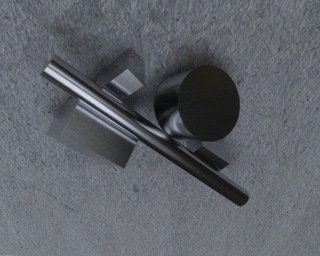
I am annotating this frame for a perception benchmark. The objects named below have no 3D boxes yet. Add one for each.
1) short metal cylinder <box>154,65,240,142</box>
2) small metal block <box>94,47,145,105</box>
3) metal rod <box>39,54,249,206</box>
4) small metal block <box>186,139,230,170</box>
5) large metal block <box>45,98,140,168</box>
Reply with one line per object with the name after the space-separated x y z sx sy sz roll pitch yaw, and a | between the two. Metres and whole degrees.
0.041 -0.025 0.344 0.080 0.080 0.050 32 164 -24 | short metal cylinder
-0.044 -0.056 0.345 0.050 0.050 0.025 -31 124 23 | small metal block
0.003 0.018 0.359 0.301 0.025 0.025 36 121 -27 | metal rod
0.062 0.025 0.411 0.050 0.050 0.025 33 122 -25 | small metal block
-0.081 0.005 0.372 0.080 0.050 0.080 33 163 -26 | large metal block
